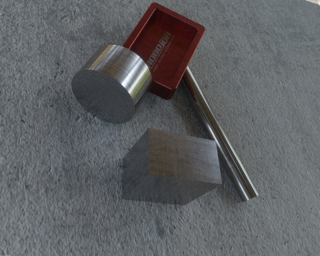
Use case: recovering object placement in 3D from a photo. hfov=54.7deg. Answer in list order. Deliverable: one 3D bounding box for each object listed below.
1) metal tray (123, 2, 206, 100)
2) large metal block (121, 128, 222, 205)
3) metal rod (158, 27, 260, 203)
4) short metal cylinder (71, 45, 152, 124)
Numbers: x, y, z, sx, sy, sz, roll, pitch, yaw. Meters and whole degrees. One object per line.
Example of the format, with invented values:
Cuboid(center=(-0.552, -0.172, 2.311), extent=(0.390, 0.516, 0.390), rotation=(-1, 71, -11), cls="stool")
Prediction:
Cuboid(center=(0.001, -0.113, 0.446), extent=(0.090, 0.030, 0.130), rotation=(27, 62, -1), cls="metal tray")
Cuboid(center=(0.009, 0.047, 0.345), extent=(0.081, 0.080, 0.050), rotation=(11, 57, -22), cls="large metal block")
Cuboid(center=(0.059, -0.035, 0.456), extent=(0.025, 0.025, 0.299), rotation=(-14, 69, -34), cls="metal rod")
Cuboid(center=(-0.056, -0.051, 0.369), extent=(0.080, 0.080, 0.050), rotation=(33, 52, -7), cls="short metal cylinder")
